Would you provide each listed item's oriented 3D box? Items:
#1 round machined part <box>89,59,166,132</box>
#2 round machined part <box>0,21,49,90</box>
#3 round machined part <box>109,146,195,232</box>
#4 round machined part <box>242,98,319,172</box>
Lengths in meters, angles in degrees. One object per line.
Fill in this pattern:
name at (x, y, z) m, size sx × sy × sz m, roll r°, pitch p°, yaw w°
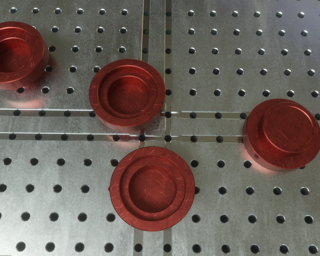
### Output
round machined part at (-0.042, -0.040, 0.417) m, size 0.099 × 0.042 × 0.098 m, roll 0°, pitch 70°, yaw -1°
round machined part at (-0.206, -0.097, 0.436) m, size 0.099 × 0.042 × 0.098 m, roll 0°, pitch 70°, yaw -1°
round machined part at (-0.009, 0.075, 0.375) m, size 0.099 × 0.042 × 0.098 m, roll 0°, pitch 70°, yaw -1°
round machined part at (0.161, 0.005, 0.403) m, size 0.099 × 0.042 × 0.098 m, roll 0°, pitch 70°, yaw -1°
